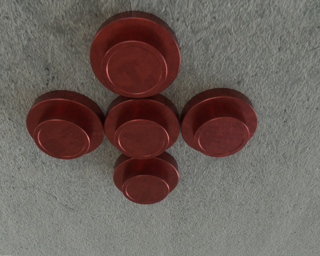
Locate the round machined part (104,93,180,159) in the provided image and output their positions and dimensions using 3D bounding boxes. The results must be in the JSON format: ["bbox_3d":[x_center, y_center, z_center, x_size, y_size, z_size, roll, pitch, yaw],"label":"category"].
[{"bbox_3d":[-0.023,0.003,0.400,0.099,0.042,0.097,-1,130,0],"label":"round machined part"}]

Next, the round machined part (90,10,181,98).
[{"bbox_3d":[-0.027,-0.072,0.336,0.099,0.042,0.097,-1,130,0],"label":"round machined part"}]

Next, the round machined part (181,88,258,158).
[{"bbox_3d":[0.076,0.000,0.399,0.099,0.042,0.097,-1,130,0],"label":"round machined part"}]

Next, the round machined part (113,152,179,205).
[{"bbox_3d":[-0.021,0.078,0.463,0.099,0.042,0.097,-1,130,0],"label":"round machined part"}]

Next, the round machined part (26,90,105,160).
[{"bbox_3d":[-0.122,0.003,0.398,0.099,0.042,0.097,-1,130,0],"label":"round machined part"}]
